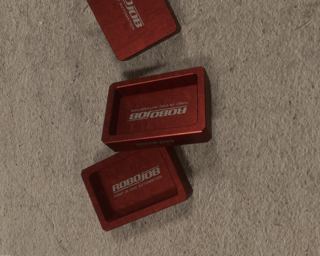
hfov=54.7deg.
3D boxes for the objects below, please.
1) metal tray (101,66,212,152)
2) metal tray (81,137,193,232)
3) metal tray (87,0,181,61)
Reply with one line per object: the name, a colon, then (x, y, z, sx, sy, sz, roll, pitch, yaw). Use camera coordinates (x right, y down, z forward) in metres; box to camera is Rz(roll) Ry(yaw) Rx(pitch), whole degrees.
metal tray: (-0.004, -0.022, 0.387, 0.130, 0.030, 0.090, -7, 61, 19)
metal tray: (-0.033, 0.073, 0.416, 0.130, 0.030, 0.090, -26, 82, 17)
metal tray: (-0.041, -0.164, 0.402, 0.090, 0.030, 0.129, -25, 98, 18)
